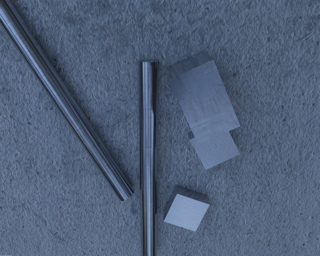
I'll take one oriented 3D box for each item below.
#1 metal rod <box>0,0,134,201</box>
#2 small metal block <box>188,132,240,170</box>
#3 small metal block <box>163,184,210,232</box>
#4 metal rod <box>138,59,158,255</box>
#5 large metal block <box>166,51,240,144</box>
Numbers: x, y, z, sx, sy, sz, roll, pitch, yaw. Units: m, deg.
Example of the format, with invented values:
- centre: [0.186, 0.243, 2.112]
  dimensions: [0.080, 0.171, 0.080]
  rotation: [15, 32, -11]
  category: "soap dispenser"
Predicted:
- centre: [-0.118, -0.027, 0.397]
  dimensions: [0.025, 0.025, 0.299]
  rotation: [-27, 108, 9]
  category: "metal rod"
- centre: [0.072, 0.021, 0.419]
  dimensions: [0.050, 0.025, 0.050]
  rotation: [-27, 108, 9]
  category: "small metal block"
- centre: [0.038, 0.117, 0.454]
  dimensions: [0.050, 0.025, 0.050]
  rotation: [20, 109, -8]
  category: "small metal block"
- centre: [-0.016, 0.057, 0.430]
  dimensions: [0.025, 0.025, 0.298]
  rotation: [0, 110, -1]
  category: "metal rod"
- centre: [0.048, -0.040, 0.367]
  dimensions: [0.050, 0.080, 0.080]
  rotation: [-24, 109, 8]
  category: "large metal block"
